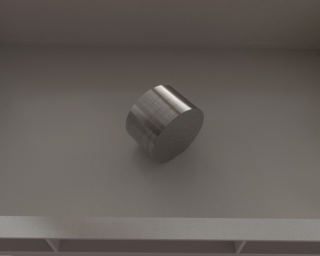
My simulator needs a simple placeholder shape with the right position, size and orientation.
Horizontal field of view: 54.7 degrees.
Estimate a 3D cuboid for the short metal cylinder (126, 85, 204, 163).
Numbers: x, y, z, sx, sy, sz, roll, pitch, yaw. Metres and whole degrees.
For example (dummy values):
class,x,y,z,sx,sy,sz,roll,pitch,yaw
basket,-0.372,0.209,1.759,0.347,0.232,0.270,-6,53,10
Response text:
class,x,y,z,sx,sy,sz,roll,pitch,yaw
short metal cylinder,0.006,-0.005,0.373,0.081,0.080,0.050,-32,57,-24
